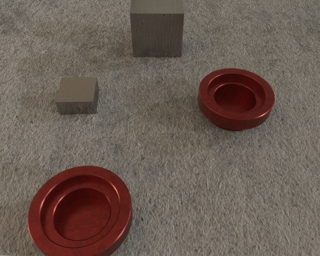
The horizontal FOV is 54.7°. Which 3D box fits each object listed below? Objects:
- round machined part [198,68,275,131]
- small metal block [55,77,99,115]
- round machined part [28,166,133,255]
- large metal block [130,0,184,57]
[{"bbox_3d":[0.100,-0.034,0.422,0.099,0.042,0.098,0,50,0],"label":"round machined part"},{"bbox_3d":[-0.116,-0.046,0.441,0.050,0.025,0.050,-1,50,-2],"label":"small metal block"},{"bbox_3d":[-0.077,0.090,0.315,0.099,0.042,0.098,0,50,0],"label":"round machined part"},{"bbox_3d":[-0.005,-0.163,0.505,0.081,0.080,0.050,0,50,-1],"label":"large metal block"}]
